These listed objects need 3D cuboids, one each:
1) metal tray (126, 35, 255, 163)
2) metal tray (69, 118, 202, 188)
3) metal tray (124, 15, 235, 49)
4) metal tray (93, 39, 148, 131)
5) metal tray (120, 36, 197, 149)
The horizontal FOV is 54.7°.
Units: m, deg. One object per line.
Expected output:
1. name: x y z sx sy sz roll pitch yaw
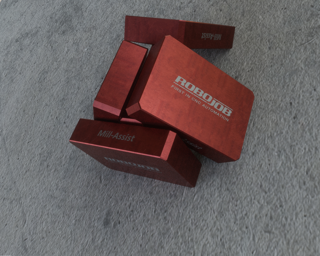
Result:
1. metal tray: 0.039 -0.028 0.337 0.030 0.131 0.090 -20 46 59
2. metal tray: -0.028 0.029 0.358 0.130 0.090 0.030 7 66 31
3. metal tray: 0.029 -0.125 0.406 0.090 0.131 0.030 19 113 35
4. metal tray: -0.052 -0.037 0.391 0.030 0.130 0.090 21 69 -3
5. metal tray: 0.008 -0.041 0.383 0.030 0.090 0.130 7 65 31
